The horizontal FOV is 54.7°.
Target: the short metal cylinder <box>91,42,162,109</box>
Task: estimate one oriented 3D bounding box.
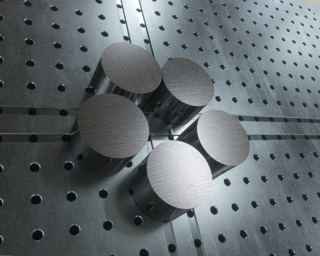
[{"bbox_3d":[-0.045,-0.065,0.407,0.081,0.050,0.080,14,56,-21],"label":"short metal cylinder"}]

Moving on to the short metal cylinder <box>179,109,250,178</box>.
[{"bbox_3d":[0.072,0.022,0.416,0.081,0.050,0.080,13,57,-22],"label":"short metal cylinder"}]

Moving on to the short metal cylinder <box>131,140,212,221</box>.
[{"bbox_3d":[0.013,0.061,0.360,0.081,0.050,0.080,13,56,-20],"label":"short metal cylinder"}]

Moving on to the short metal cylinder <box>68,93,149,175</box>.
[{"bbox_3d":[-0.059,0.007,0.355,0.081,0.050,0.080,13,56,-21],"label":"short metal cylinder"}]

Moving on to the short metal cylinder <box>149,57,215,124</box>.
[{"bbox_3d":[0.029,-0.052,0.438,0.081,0.050,0.080,13,57,-21],"label":"short metal cylinder"}]
